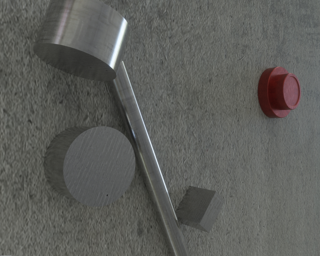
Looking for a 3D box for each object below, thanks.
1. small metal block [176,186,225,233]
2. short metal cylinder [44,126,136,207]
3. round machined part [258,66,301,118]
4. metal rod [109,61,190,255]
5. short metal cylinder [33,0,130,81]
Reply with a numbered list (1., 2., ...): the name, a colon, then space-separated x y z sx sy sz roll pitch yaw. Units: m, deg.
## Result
1. small metal block: 0.055 0.113 0.435 0.025 0.050 0.050 48 61 -30
2. short metal cylinder: -0.073 0.038 0.327 0.081 0.050 0.079 0 90 -40
3. round machined part: 0.232 -0.068 0.588 0.099 0.042 0.097 0 90 -40
4. metal rod: -0.009 0.062 0.397 0.025 0.025 0.298 -29 108 -36
5. short metal cylinder: -0.076 -0.086 0.305 0.080 0.080 0.050 23 76 -38
